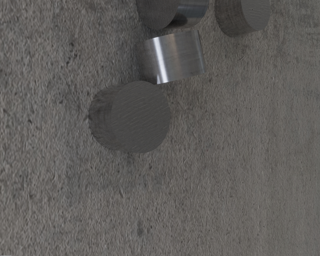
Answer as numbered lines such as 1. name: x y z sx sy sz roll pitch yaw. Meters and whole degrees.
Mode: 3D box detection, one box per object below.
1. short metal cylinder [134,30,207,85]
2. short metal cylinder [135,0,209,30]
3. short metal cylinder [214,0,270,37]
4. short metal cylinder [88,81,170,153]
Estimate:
1. short metal cylinder: 0.013 -0.085 0.379 0.081 0.080 0.050 -21 104 -38
2. short metal cylinder: 0.014 -0.163 0.380 0.050 0.080 0.079 -17 101 -39
3. short metal cylinder: 0.134 -0.192 0.500 0.081 0.050 0.080 0 90 -40
4. short metal cylinder: -0.035 -0.012 0.359 0.081 0.050 0.080 0 90 -40
